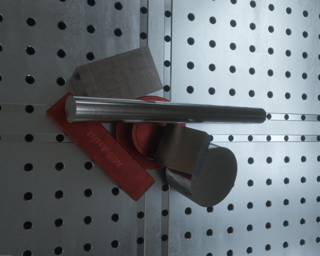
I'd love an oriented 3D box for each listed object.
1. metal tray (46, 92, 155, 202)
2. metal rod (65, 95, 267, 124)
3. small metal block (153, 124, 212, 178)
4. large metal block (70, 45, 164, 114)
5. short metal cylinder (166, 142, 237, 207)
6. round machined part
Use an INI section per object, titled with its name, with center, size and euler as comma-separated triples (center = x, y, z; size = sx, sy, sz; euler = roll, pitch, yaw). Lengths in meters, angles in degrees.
[metal tray]
center = -0.071, 0.021, 0.352
size = 0.030, 0.090, 0.130
euler = -46, 105, -14
[metal rod]
center = 0.035, -0.018, 0.376
size = 0.302, 0.025, 0.025
euler = 0, 90, -40
[small metal block]
center = 0.027, 0.025, 0.364
size = 0.025, 0.050, 0.050
euler = 36, 72, -60
[large metal block]
center = -0.054, -0.052, 0.363
size = 0.081, 0.080, 0.050
euler = -22, 98, -19
[short metal cylinder]
center = 0.055, 0.057, 0.408
size = 0.081, 0.050, 0.079
euler = -10, 108, -33
[round machined part]
center = -0.010, 0.006, 0.404
size = 0.099, 0.042, 0.097
euler = 0, 90, -21
